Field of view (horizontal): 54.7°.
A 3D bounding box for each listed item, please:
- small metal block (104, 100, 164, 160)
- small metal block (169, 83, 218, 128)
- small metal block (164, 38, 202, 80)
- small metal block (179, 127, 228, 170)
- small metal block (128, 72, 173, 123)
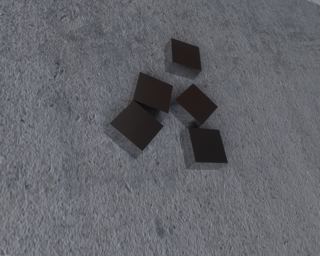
[{"bbox_3d":[-0.032,0.002,0.385,0.050,0.025,0.050,41,51,-1],"label":"small metal block"},{"bbox_3d":[0.048,-0.029,0.447,0.050,0.025,0.050,44,51,2],"label":"small metal block"},{"bbox_3d":[0.036,-0.108,0.489,0.050,0.025,0.050,12,57,-22],"label":"small metal block"},{"bbox_3d":[0.058,0.028,0.417,0.050,0.025,0.050,5,60,-26],"label":"small metal block"},{"bbox_3d":[-0.013,-0.042,0.422,0.050,0.025,0.050,21,54,-16],"label":"small metal block"}]
